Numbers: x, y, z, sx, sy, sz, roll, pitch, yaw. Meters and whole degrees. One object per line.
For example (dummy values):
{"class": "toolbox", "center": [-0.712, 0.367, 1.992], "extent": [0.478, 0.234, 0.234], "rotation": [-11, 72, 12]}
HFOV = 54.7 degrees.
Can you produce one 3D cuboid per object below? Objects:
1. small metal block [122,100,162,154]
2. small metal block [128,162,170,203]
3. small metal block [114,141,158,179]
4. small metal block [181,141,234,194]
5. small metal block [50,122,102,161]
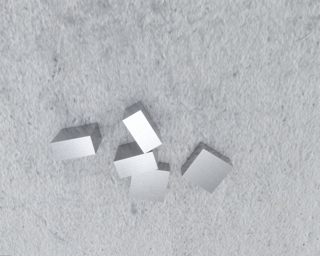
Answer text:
{"class": "small metal block", "center": [-0.022, -0.002, 0.395], "extent": [0.025, 0.050, 0.050], "rotation": [-30, 108, 6]}
{"class": "small metal block", "center": [-0.015, 0.074, 0.437], "extent": [0.050, 0.025, 0.050], "rotation": [9, 110, -4]}
{"class": "small metal block", "center": [-0.030, 0.038, 0.410], "extent": [0.050, 0.050, 0.025], "rotation": [-15, 110, 5]}
{"class": "small metal block", "center": [0.064, 0.055, 0.431], "extent": [0.050, 0.025, 0.050], "rotation": [31, 107, -11]}
{"class": "small metal block", "center": [-0.106, 0.017, 0.401], "extent": [0.050, 0.050, 0.025], "rotation": [-10, 110, 3]}
